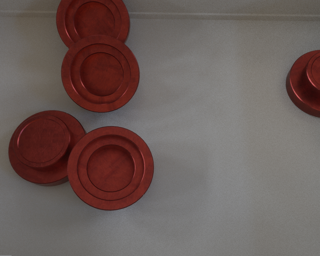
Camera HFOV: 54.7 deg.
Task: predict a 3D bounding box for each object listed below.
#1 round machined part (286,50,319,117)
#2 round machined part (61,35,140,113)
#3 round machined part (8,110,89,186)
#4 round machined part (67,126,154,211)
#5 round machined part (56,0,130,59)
[{"bbox_3d":[0.228,-0.066,0.422,0.099,0.042,0.098,-2,69,5],"label":"round machined part"},{"bbox_3d":[-0.076,-0.071,0.412,0.099,0.042,0.097,0,100,-2],"label":"round machined part"},{"bbox_3d":[-0.142,0.022,0.392,0.099,0.042,0.098,0,70,0],"label":"round machined part"},{"bbox_3d":[-0.059,0.050,0.376,0.099,0.042,0.098,3,74,-10],"label":"round machined part"},{"bbox_3d":[-0.091,-0.147,0.438,0.099,0.042,0.097,-1,103,-2],"label":"round machined part"}]
